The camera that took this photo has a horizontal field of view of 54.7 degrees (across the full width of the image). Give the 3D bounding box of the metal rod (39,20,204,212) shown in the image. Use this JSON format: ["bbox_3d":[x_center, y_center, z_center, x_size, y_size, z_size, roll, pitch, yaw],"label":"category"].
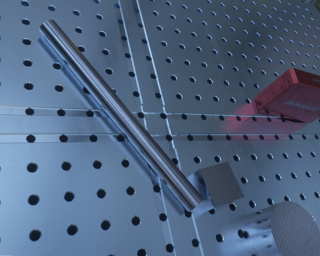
[{"bbox_3d":[-0.053,-0.020,0.393,0.300,0.025,0.025,50,51,7],"label":"metal rod"}]

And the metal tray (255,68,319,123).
[{"bbox_3d":[0.243,-0.052,0.532,0.131,0.090,0.030,9,58,-24],"label":"metal tray"}]

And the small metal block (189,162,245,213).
[{"bbox_3d":[0.074,0.076,0.404,0.050,0.025,0.050,-9,66,-32],"label":"small metal block"}]

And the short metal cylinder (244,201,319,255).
[{"bbox_3d":[0.155,0.139,0.393,0.081,0.050,0.080,14,56,-21],"label":"short metal cylinder"}]
